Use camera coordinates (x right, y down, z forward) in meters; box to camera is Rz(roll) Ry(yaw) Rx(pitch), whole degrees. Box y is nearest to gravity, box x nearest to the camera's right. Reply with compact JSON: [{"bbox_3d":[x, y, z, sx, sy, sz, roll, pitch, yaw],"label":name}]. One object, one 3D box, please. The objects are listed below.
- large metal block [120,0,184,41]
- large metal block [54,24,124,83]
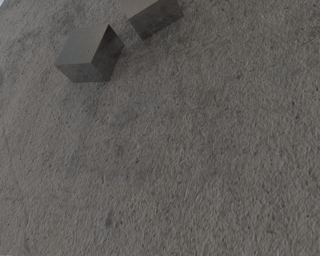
[{"bbox_3d":[-0.017,-0.208,0.525,0.080,0.050,0.080,-29,52,10],"label":"large metal block"},{"bbox_3d":[-0.119,-0.125,0.527,0.080,0.050,0.080,3,63,30],"label":"large metal block"}]
